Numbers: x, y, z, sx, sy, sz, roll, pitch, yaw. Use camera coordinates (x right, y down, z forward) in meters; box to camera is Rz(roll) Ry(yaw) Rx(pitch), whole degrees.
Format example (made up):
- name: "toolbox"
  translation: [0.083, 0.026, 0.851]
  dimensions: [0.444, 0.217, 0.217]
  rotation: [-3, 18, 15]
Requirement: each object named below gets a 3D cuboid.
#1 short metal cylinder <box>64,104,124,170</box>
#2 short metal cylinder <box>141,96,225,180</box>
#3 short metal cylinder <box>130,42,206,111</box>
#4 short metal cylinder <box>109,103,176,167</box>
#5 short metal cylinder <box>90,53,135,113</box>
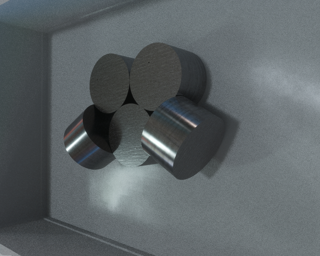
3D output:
- name: "short metal cylinder"
  translation: [-0.088, 0.013, 0.442]
  dimensions: [0.050, 0.081, 0.080]
  rotation: [-37, 67, 34]
- name: "short metal cylinder"
  translation: [0.026, 0.011, 0.347]
  dimensions: [0.050, 0.081, 0.079]
  rotation: [37, 113, 34]
- name: "short metal cylinder"
  translation: [0.009, -0.060, 0.381]
  dimensions: [0.080, 0.050, 0.080]
  rotation: [0, 90, 40]
- name: "short metal cylinder"
  translation: [-0.021, 0.009, 0.406]
  dimensions: [0.080, 0.050, 0.080]
  rotation: [0, 90, 40]
- name: "short metal cylinder"
  translation: [-0.053, -0.059, 0.432]
  dimensions: [0.080, 0.050, 0.080]
  rotation: [0, 90, 40]
